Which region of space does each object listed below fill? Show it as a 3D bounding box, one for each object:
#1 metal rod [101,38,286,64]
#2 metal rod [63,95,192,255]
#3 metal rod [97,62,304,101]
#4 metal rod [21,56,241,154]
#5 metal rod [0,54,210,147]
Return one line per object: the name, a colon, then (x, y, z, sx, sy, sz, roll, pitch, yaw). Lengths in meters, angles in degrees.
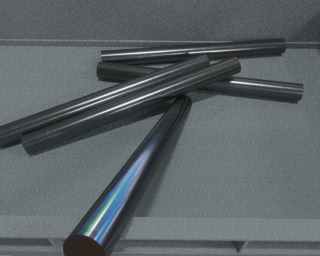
metal rod: (0.057, -0.125, 0.509, 0.302, 0.025, 0.025, -5, 50, -5)
metal rod: (-0.003, 0.016, 0.301, 0.025, 0.025, 0.301, 12, 22, 10)
metal rod: (0.055, -0.071, 0.464, 0.302, 0.025, 0.025, 7, 51, 6)
metal rod: (-0.030, -0.034, 0.412, 0.302, 0.025, 0.025, -22, 53, -10)
metal rod: (-0.071, -0.041, 0.420, 0.302, 0.025, 0.025, -22, 53, -11)
